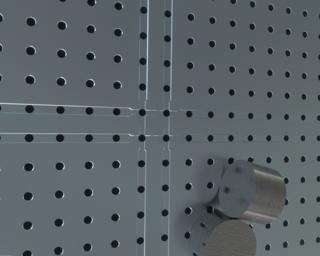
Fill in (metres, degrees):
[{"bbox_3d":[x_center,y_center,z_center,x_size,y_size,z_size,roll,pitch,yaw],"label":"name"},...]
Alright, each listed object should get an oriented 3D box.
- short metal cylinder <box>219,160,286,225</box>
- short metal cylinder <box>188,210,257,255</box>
[{"bbox_3d":[0.127,0.089,0.432,0.050,0.080,0.080,18,84,-20],"label":"short metal cylinder"},{"bbox_3d":[0.086,0.161,0.433,0.081,0.050,0.079,0,90,-21],"label":"short metal cylinder"}]
